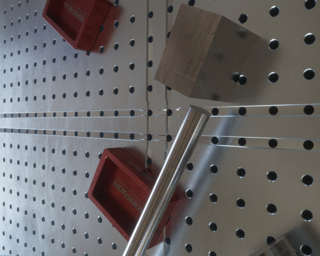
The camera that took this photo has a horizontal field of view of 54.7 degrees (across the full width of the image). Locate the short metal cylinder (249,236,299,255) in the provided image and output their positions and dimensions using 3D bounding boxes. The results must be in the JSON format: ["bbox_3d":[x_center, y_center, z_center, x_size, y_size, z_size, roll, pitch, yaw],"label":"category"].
[{"bbox_3d":[0.100,0.146,0.291,0.080,0.081,0.050,-47,62,30],"label":"short metal cylinder"}]

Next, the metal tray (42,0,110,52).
[{"bbox_3d":[-0.146,-0.200,0.526,0.130,0.030,0.089,44,117,31],"label":"metal tray"}]

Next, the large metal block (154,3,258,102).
[{"bbox_3d":[0.050,-0.076,0.332,0.050,0.081,0.079,33,111,35],"label":"large metal block"}]

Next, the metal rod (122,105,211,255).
[{"bbox_3d":[-0.012,0.111,0.379,0.025,0.025,0.298,36,112,34],"label":"metal rod"}]

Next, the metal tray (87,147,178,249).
[{"bbox_3d":[-0.045,0.098,0.442,0.130,0.030,0.089,36,112,34],"label":"metal tray"}]
